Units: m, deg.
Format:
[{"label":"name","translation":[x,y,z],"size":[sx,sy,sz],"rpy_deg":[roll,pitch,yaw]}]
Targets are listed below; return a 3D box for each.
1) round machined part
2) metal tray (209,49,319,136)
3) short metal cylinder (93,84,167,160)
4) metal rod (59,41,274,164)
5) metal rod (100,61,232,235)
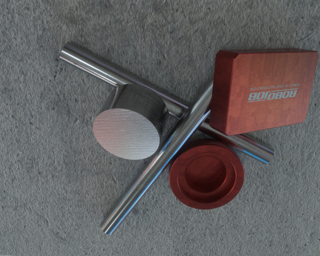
[{"label":"round machined part","translation":[0.061,0.059,0.424],"size":[0.099,0.042,0.097],"rpy_deg":[0,110,0]},{"label":"metal tray","translation":[0.123,-0.045,0.363],"size":[0.131,0.030,0.089],"rpy_deg":[-8,113,-27]},{"label":"short metal cylinder","translation":[-0.035,-0.007,0.381],"size":[0.080,0.050,0.079],"rpy_deg":[7,131,9]},{"label":"metal rod","translation":[0.017,-0.028,0.402],"size":[0.301,0.025,0.025],"rpy_deg":[27,108,-10]},{"label":"metal rod","translation":[0.003,0.039,0.407],"size":[0.025,0.025,0.298],"rpy_deg":[32,113,-11]}]
